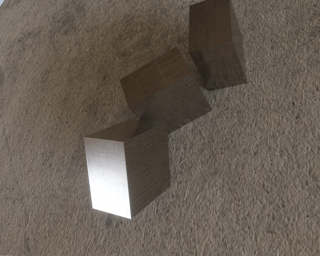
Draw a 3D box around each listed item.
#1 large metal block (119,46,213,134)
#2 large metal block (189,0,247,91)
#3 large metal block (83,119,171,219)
[{"bbox_3d":[0.009,-0.041,0.389,0.080,0.080,0.050,-29,52,10],"label":"large metal block"},{"bbox_3d":[0.075,-0.106,0.395,0.050,0.080,0.080,-10,57,23],"label":"large metal block"},{"bbox_3d":[-0.032,0.039,0.340,0.050,0.080,0.079,5,107,31],"label":"large metal block"}]
